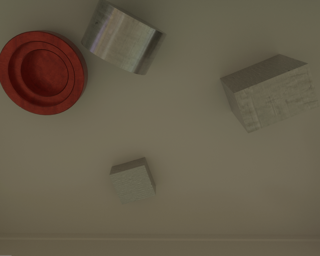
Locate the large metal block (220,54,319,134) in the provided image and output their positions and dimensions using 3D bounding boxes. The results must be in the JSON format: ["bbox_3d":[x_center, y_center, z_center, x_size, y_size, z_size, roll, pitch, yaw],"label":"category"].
[{"bbox_3d":[0.125,-0.044,0.368,0.080,0.080,0.050,-22,109,7],"label":"large metal block"}]

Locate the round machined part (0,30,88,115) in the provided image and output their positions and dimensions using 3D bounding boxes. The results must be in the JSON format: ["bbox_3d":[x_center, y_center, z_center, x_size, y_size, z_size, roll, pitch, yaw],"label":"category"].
[{"bbox_3d":[-0.137,-0.068,0.375,0.099,0.042,0.097,0,110,-1],"label":"round machined part"}]

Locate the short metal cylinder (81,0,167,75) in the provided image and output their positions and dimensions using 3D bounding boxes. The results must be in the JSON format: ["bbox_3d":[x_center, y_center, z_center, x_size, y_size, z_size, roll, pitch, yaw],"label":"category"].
[{"bbox_3d":[-0.040,-0.101,0.344,0.080,0.080,0.050,26,108,-10],"label":"short metal cylinder"}]

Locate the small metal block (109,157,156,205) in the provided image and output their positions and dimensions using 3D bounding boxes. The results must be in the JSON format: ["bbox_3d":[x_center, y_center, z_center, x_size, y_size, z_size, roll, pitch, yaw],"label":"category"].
[{"bbox_3d":[-0.037,0.075,0.438,0.050,0.025,0.050,-17,110,5],"label":"small metal block"}]
